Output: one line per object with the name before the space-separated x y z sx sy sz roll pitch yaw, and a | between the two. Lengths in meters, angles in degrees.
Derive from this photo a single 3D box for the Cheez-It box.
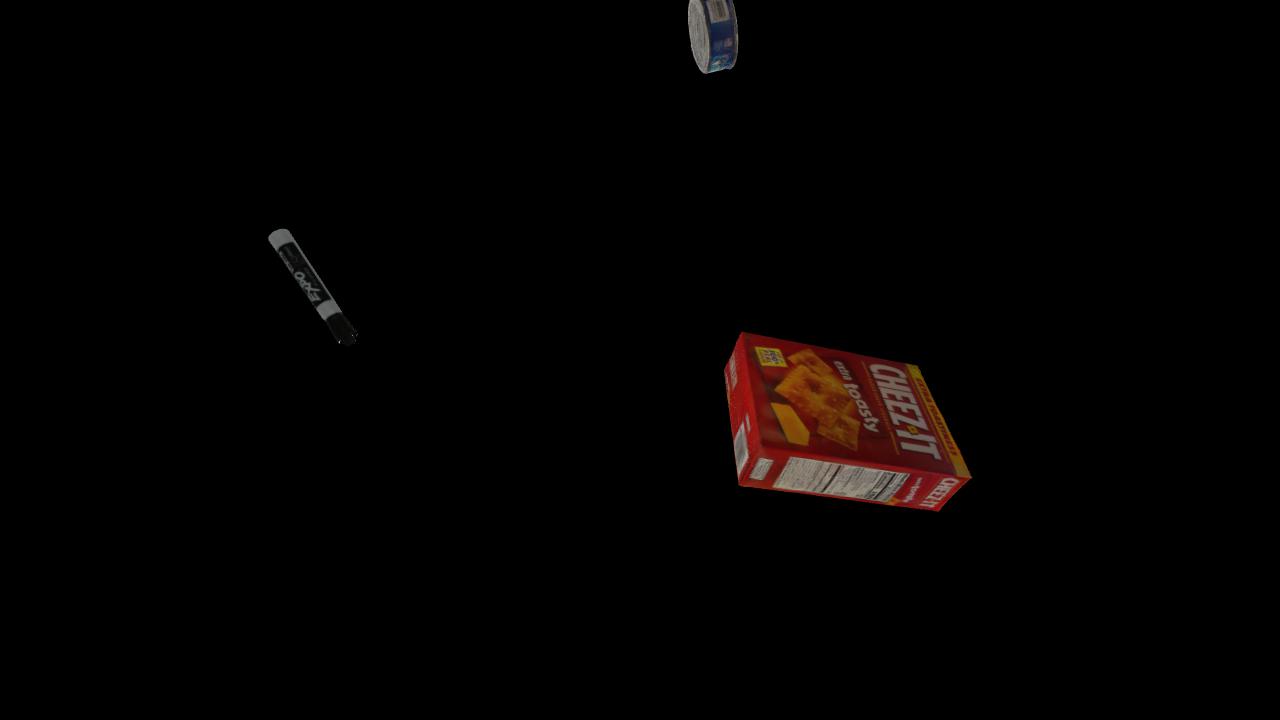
Cheez-It box | 0.209 0.064 0.656 0.223 0.071 0.166 10 43 -9

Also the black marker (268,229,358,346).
black marker | -0.288 -0.063 0.545 0.020 0.121 0.020 -36 -5 -4

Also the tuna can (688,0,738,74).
tuna can | 0.080 -0.365 0.683 0.034 0.084 0.084 -15 1 -4
